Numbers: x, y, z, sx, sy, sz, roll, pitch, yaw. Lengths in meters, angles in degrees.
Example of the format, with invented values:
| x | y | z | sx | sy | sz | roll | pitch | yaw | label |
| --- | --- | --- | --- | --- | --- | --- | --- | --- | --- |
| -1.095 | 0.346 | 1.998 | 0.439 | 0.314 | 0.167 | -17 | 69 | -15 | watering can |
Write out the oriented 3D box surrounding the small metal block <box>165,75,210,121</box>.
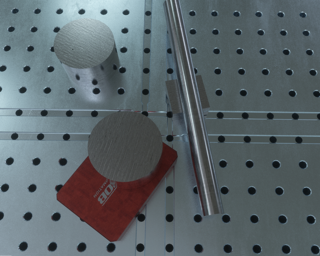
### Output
| x | y | z | sx | sy | sz | roll | pitch | yaw | label |
| --- | --- | --- | --- | --- | --- | --- | --- | --- | --- |
| 0.037 | -0.041 | 0.427 | 0.050 | 0.025 | 0.050 | -11 | 70 | -4 | small metal block |

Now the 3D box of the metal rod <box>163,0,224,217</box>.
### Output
| x | y | z | sx | sy | sz | roll | pitch | yaw | label |
| --- | --- | --- | --- | --- | --- | --- | --- | --- | --- |
| 0.039 | -0.041 | 0.400 | 0.025 | 0.025 | 0.299 | -8 | 70 | -3 | metal rod |

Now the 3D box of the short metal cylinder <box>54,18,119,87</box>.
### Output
| x | y | z | sx | sy | sz | roll | pitch | yaw | label |
| --- | --- | --- | --- | --- | --- | --- | --- | --- | --- |
| -0.101 | -0.105 | 0.436 | 0.081 | 0.050 | 0.080 | 0 | 70 | 0 | short metal cylinder |

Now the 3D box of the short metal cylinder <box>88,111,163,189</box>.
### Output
| x | y | z | sx | sy | sz | roll | pitch | yaw | label |
| --- | --- | --- | --- | --- | --- | --- | --- | --- | --- |
| -0.037 | 0.027 | 0.356 | 0.081 | 0.050 | 0.080 | 0 | 70 | 0 | short metal cylinder |

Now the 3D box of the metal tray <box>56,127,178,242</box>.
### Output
| x | y | z | sx | sy | sz | roll | pitch | yaw | label |
| --- | --- | --- | --- | --- | --- | --- | --- | --- | --- |
| -0.050 | 0.061 | 0.386 | 0.090 | 0.030 | 0.130 | 34 | 73 | 11 | metal tray |
